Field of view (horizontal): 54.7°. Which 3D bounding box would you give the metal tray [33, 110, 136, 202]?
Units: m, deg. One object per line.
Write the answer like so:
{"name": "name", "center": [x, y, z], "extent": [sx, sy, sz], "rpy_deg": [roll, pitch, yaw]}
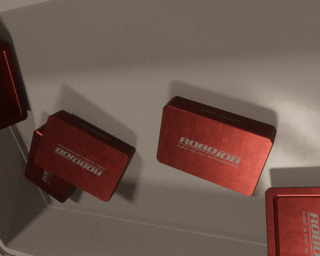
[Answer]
{"name": "metal tray", "center": [-0.114, 0.042, 0.465], "extent": [0.130, 0.030, 0.089], "rpy_deg": [28, 111, 2]}

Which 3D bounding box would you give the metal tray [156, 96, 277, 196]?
{"name": "metal tray", "center": [0.065, 0.022, 0.384], "extent": [0.130, 0.030, 0.089], "rpy_deg": [19, 126, 16]}

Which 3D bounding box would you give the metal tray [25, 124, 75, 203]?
{"name": "metal tray", "center": [-0.182, 0.064, 0.538], "extent": [0.090, 0.030, 0.129], "rpy_deg": [34, 129, 5]}

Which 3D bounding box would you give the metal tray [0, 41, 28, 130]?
{"name": "metal tray", "center": [-0.260, -0.058, 0.461], "extent": [0.030, 0.091, 0.129], "rpy_deg": [24, 129, 34]}

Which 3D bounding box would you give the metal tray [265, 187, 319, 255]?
{"name": "metal tray", "center": [0.169, 0.132, 0.343], "extent": [0.090, 0.130, 0.030], "rpy_deg": [-8, 157, 31]}
